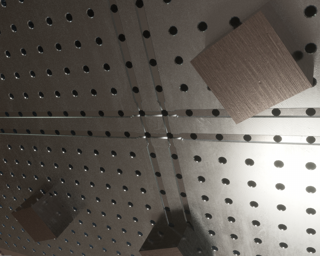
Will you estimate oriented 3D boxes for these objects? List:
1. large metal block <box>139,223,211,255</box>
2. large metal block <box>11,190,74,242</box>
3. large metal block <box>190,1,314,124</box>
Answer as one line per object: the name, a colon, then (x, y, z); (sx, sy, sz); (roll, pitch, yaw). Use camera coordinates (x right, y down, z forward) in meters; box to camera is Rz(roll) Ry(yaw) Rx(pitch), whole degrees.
large metal block: (0.027, 0.209, 0.509); (0.080, 0.050, 0.080); (-23, 106, 36)
large metal block: (-0.239, 0.180, 0.629); (0.080, 0.050, 0.080); (-23, 106, 36)
large metal block: (0.092, -0.063, 0.307); (0.080, 0.050, 0.080); (-31, 101, 37)
